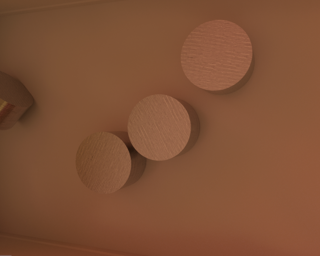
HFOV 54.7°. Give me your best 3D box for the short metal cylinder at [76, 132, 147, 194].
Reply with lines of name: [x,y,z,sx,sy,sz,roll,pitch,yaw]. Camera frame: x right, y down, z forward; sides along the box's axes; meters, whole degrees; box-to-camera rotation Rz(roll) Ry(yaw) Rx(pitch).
short metal cylinder: [-0.065,0.044,0.419,0.080,0.050,0.079,0,90,19]

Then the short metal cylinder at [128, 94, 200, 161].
short metal cylinder: [0.006,-0.001,0.394,0.080,0.050,0.079,0,90,19]

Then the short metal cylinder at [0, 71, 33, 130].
short metal cylinder: [-0.242,-0.043,0.464,0.050,0.080,0.080,-44,77,14]

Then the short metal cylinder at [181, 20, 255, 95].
short metal cylinder: [0.071,-0.082,0.372,0.080,0.050,0.079,0,90,19]
